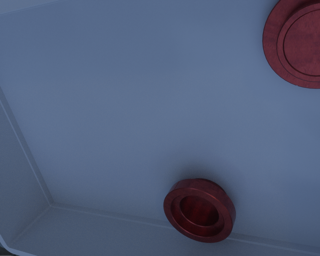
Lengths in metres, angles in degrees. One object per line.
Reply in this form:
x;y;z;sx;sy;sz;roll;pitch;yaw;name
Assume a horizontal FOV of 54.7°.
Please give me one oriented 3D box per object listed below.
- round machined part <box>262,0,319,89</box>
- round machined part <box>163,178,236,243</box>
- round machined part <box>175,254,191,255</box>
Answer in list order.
0.141;-0.079;0.274;0.098;0.042;0.097;13;124;21;round machined part
0.058;0.110;0.435;0.098;0.042;0.097;13;124;21;round machined part
0.046;0.259;0.536;0.098;0.042;0.097;13;124;21;round machined part
